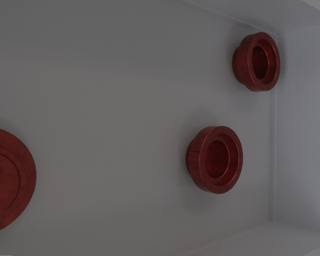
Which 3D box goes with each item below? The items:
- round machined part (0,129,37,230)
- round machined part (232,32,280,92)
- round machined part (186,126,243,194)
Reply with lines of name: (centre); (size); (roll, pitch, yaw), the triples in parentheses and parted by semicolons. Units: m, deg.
round machined part: (-0.156, 0.046, 0.265); (0.099, 0.042, 0.097); (0, 90, -40)
round machined part: (0.161, -0.110, 0.530); (0.099, 0.042, 0.097); (0, 90, -40)
round machined part: (0.076, 0.046, 0.460); (0.099, 0.042, 0.097); (0, 90, -40)
